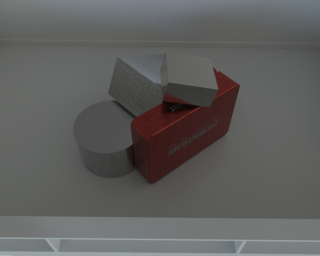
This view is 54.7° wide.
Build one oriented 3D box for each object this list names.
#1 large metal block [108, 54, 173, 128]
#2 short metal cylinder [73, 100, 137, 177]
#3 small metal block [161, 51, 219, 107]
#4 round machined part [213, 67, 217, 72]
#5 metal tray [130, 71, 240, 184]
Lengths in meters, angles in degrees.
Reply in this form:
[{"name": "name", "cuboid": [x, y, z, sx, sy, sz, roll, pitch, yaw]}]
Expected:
[{"name": "large metal block", "cuboid": [-0.003, -0.049, 0.382, 0.080, 0.050, 0.081, 39, 35, 27]}, {"name": "short metal cylinder", "cuboid": [-0.059, 0.012, 0.375, 0.081, 0.050, 0.080, 0, 50, 0]}, {"name": "small metal block", "cuboid": [0.029, -0.051, 0.322, 0.050, 0.025, 0.050, 7, 48, -12]}, {"name": "round machined part", "cuboid": [0.047, -0.060, 0.443, 0.099, 0.042, 0.098, 0, 50, 0]}, {"name": "metal tray", "cuboid": [0.030, 0.000, 0.361, 0.131, 0.089, 0.030, -31, 56, -24]}]
